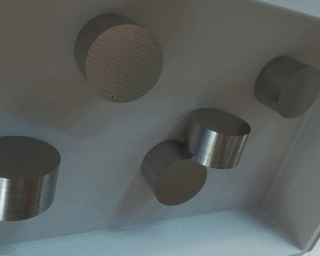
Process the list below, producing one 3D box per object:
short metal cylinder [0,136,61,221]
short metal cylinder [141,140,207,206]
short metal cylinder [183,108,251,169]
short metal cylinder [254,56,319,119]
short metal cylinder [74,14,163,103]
[{"bbox_3d":[-0.149,0.050,0.322,0.081,0.080,0.050,3,117,-30],"label":"short metal cylinder"},{"bbox_3d":[0.020,0.063,0.442,0.081,0.050,0.079,-14,124,-21],"label":"short metal cylinder"},{"bbox_3d":[0.076,0.012,0.422,0.081,0.080,0.050,-2,119,-28],"label":"short metal cylinder"},{"bbox_3d":[0.188,-0.060,0.458,0.081,0.050,0.079,-14,124,-21],"label":"short metal cylinder"},{"bbox_3d":[-0.044,-0.073,0.323,0.081,0.050,0.079,-14,124,-21],"label":"short metal cylinder"}]
